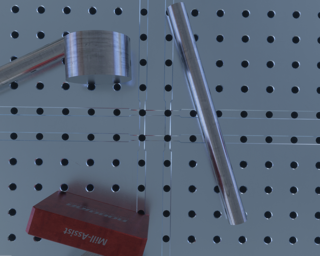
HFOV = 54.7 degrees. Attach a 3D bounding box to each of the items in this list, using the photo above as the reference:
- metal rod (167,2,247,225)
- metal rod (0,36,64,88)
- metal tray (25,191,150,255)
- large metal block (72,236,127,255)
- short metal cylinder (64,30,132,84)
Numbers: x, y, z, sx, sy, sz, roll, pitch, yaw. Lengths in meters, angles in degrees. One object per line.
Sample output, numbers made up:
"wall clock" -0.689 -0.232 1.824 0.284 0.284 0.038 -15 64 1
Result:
"metal rod" 0.063 -0.019 0.414 0.025 0.025 0.298 -16 90 0
"metal rod" -0.254 -0.047 0.409 0.301 0.025 0.025 -26 90 -1
"metal tray" -0.081 0.117 0.379 0.131 0.090 0.030 16 90 -1
"large metal block" -0.077 0.191 0.400 0.080 0.050 0.080 -40 91 0
"short metal cylinder" -0.076 -0.085 0.385 0.081 0.080 0.050 -2 90 -1
